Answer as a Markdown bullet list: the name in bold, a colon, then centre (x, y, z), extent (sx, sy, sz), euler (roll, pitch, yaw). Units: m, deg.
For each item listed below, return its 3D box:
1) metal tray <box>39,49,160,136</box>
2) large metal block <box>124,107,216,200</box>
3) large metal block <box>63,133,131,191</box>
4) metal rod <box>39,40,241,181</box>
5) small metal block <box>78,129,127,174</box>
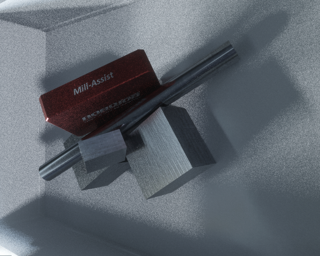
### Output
- **metal tray**: centre (-0.064, -0.038, 0.379), extent (0.130, 0.090, 0.030), euler (-25, 73, 3)
- **large metal block**: centre (0.008, 0.030, 0.381), extent (0.080, 0.050, 0.080), euler (-41, 66, 32)
- **large metal block**: centre (-0.089, 0.035, 0.457), extent (0.080, 0.050, 0.080), euler (-41, 66, 32)
- **metal rod**: centre (-0.039, -0.011, 0.387), extent (0.300, 0.025, 0.025), euler (-32, 70, 19)
- **small metal block**: centre (-0.070, 0.029, 0.381), extent (0.050, 0.050, 0.025), euler (110, 138, -64)
